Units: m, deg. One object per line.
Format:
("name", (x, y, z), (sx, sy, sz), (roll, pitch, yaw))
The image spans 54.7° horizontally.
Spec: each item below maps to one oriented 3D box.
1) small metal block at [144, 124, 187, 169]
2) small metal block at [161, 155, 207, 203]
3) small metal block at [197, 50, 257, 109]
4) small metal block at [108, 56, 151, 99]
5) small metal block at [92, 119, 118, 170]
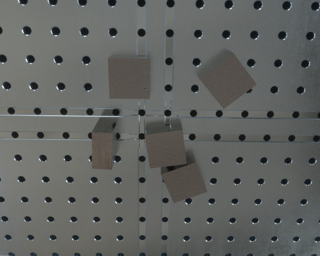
("small metal block", (0.008, 0.025, 0.423), (0.050, 0.025, 0.050), (-8, 110, 2))
("small metal block", (0.034, 0.072, 0.441), (0.050, 0.025, 0.050), (-21, 109, 7))
("small metal block", (0.084, -0.061, 0.392), (0.050, 0.025, 0.050), (-38, 106, 12))
("small metal block", (-0.037, -0.064, 0.389), (0.050, 0.025, 0.050), (1, 110, -1))
("small metal block", (-0.072, 0.020, 0.407), (0.025, 0.050, 0.050), (4, 110, -2))
